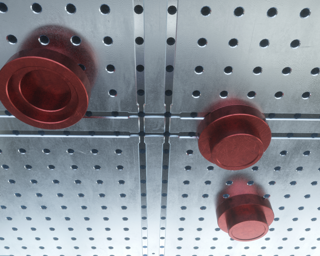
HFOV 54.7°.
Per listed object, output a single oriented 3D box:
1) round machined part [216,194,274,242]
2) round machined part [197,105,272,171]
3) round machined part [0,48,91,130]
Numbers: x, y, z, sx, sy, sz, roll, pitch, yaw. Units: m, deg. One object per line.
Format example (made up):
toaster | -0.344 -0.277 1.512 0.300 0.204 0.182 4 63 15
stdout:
round machined part | 0.150 0.163 0.542 0.099 0.042 0.097 -1 130 0
round machined part | 0.101 0.020 0.419 0.099 0.042 0.097 -1 130 0
round machined part | -0.129 -0.048 0.358 0.099 0.042 0.097 -1 130 0
